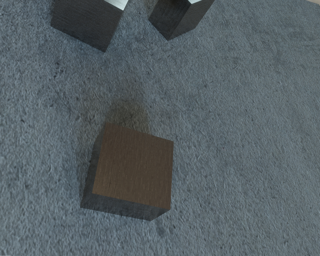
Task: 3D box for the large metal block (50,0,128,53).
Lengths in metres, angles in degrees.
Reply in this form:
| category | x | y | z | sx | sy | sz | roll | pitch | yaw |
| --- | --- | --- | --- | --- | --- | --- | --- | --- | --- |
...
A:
| category | x | y | z | sx | sy | sz | roll | pitch | yaw |
| --- | --- | --- | --- | --- | --- | --- | --- | --- | --- |
| large metal block | -0.092 | -0.162 | 0.417 | 0.080 | 0.080 | 0.050 | 24 | 53 | -14 |

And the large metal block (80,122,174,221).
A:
| category | x | y | z | sx | sy | sz | roll | pitch | yaw |
| --- | --- | --- | --- | --- | --- | --- | --- | --- | --- |
| large metal block | -0.034 | 0.049 | 0.339 | 0.081 | 0.050 | 0.080 | 17 | 55 | -19 |

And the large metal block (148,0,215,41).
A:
| category | x | y | z | sx | sy | sz | roll | pitch | yaw |
| --- | --- | --- | --- | --- | --- | --- | --- | --- | --- |
| large metal block | 0.039 | -0.200 | 0.511 | 0.050 | 0.080 | 0.081 | 49 | 51 | 6 |
